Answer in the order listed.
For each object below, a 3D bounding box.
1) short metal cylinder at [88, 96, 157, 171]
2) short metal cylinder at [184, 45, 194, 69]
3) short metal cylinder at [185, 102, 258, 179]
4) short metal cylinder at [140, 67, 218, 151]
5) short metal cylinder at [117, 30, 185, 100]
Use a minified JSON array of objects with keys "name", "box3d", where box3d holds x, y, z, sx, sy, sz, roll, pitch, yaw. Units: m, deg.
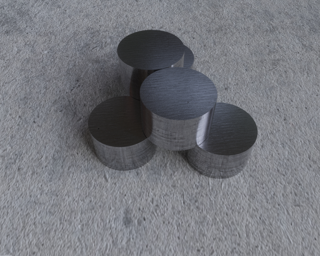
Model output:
[{"name":"short metal cylinder","box3d":[-0.044,0.006,0.383,0.080,0.050,0.080,0,50,0]},{"name":"short metal cylinder","box3d":[0.009,-0.085,0.460,0.080,0.050,0.080,0,50,0]},{"name":"short metal cylinder","box3d":[0.072,0.015,0.376,0.080,0.050,0.080,0,50,0]},{"name":"short metal cylinder","box3d":[0.019,-0.022,0.341,0.081,0.050,0.080,1,50,0]},{"name":"short metal cylinder","box3d":[-0.011,-0.079,0.389,0.080,0.050,0.080,0,50,0]}]
